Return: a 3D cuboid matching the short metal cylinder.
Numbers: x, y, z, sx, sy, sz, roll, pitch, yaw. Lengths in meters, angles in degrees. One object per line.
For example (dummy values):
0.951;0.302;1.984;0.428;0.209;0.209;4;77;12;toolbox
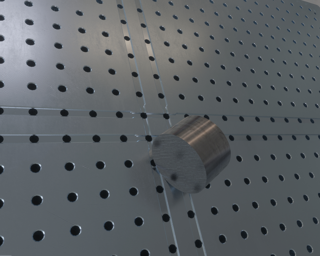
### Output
0.037;0.031;0.373;0.050;0.080;0.080;-34;81;-38;short metal cylinder
